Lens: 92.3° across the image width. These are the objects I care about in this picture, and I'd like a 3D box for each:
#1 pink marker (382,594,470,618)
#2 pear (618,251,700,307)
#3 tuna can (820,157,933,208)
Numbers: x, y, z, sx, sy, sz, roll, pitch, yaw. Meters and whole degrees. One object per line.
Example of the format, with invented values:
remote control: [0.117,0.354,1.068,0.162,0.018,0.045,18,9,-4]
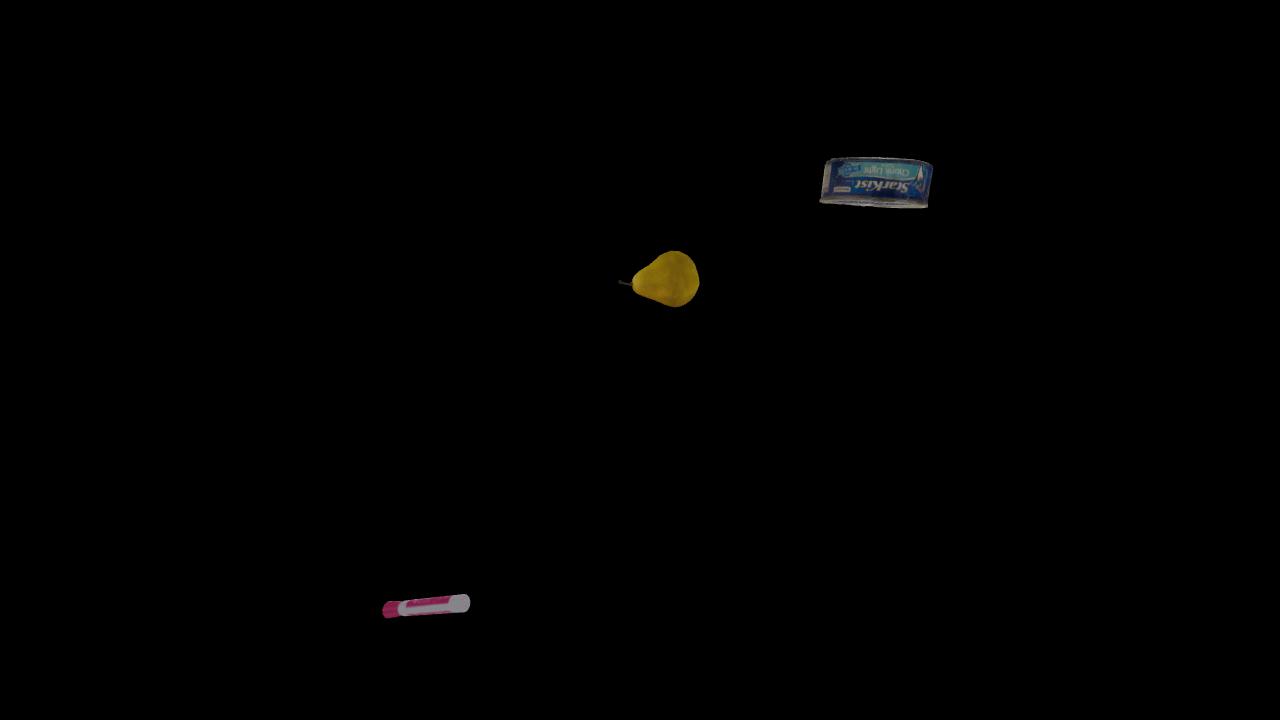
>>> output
pink marker: [-0.244,0.278,0.694,0.121,0.020,0.020,-14,-6,24]
pear: [0.027,-0.109,0.876,0.111,0.080,0.080,-20,5,-15]
tuna can: [0.191,-0.143,0.499,0.084,0.034,0.084,4,13,-1]
